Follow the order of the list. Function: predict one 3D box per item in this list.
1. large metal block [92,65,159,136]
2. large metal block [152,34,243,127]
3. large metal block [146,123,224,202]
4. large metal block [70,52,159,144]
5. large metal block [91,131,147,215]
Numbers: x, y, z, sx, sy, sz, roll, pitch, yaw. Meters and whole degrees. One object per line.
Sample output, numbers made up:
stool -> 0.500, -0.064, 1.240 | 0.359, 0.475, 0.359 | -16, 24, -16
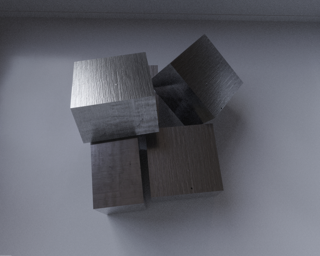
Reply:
large metal block -> -0.042, -0.034, 0.407 | 0.081, 0.050, 0.080 | -1, 70, -1
large metal block -> 0.046, -0.057, 0.389 | 0.080, 0.050, 0.080 | 50, 54, -8
large metal block -> 0.026, 0.044, 0.377 | 0.081, 0.050, 0.080 | -5, 70, -2
large metal block -> -0.048, -0.035, 0.338 | 0.081, 0.050, 0.080 | -9, 45, -3
large metal block -> -0.046, 0.054, 0.359 | 0.050, 0.080, 0.080 | -6, 70, -3
